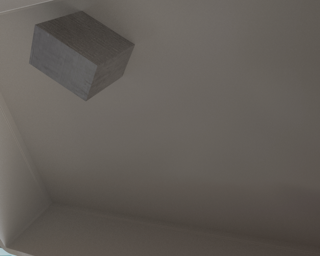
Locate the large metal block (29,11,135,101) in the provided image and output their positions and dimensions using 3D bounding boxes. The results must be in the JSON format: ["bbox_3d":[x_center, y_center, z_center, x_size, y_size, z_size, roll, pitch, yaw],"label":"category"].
[{"bbox_3d":[-0.090,-0.088,0.365,0.080,0.080,0.050,34,129,5],"label":"large metal block"}]
